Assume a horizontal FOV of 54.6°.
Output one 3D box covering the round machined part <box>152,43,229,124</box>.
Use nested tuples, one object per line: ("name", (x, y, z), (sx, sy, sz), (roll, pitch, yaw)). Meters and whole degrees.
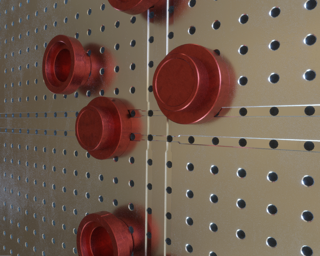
("round machined part", (0.029, -0.053, 0.375), (0.098, 0.042, 0.097), (0, 90, 40))

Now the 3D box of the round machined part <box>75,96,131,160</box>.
("round machined part", (-0.093, 0.000, 0.477), (0.098, 0.042, 0.097), (0, 90, 40))

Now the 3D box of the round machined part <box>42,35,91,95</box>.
("round machined part", (-0.156, -0.105, 0.529), (0.098, 0.042, 0.097), (0, 90, 40))

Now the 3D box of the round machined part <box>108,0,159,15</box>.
("round machined part", (-0.028, -0.204, 0.422), (0.098, 0.042, 0.097), (0, 90, 40))

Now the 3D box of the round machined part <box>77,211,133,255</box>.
("round machined part", (-0.079, 0.173, 0.464), (0.098, 0.042, 0.097), (0, 89, 40))
